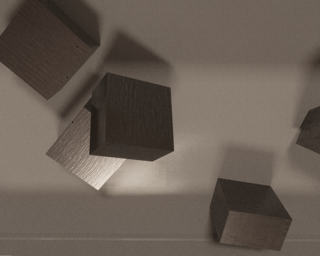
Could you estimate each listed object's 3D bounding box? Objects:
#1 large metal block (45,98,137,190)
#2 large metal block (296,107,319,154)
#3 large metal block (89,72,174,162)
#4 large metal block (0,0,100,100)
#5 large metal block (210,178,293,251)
[{"bbox_3d":[-0.085,0.019,0.404,0.080,0.050,0.080,39,105,-13],"label":"large metal block"},{"bbox_3d":[0.228,0.010,0.374,0.080,0.080,0.050,25,83,3],"label":"large metal block"},{"bbox_3d":[-0.033,-0.009,0.359,0.081,0.080,0.050,10,156,-29],"label":"large metal block"},{"bbox_3d":[-0.131,-0.093,0.362,0.080,0.050,0.080,42,104,-14],"label":"large metal block"},{"bbox_3d":[0.120,0.116,0.427,0.081,0.080,0.050,9,110,-4],"label":"large metal block"}]
